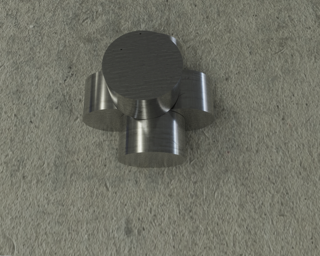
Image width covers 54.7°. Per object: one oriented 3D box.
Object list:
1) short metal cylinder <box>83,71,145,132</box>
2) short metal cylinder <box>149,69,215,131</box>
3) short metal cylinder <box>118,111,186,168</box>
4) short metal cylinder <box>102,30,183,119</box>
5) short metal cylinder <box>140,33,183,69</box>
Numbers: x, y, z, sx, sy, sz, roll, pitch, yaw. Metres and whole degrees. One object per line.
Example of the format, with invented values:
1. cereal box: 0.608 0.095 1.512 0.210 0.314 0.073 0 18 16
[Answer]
1. short metal cylinder: -0.055 -0.031 0.391 0.081 0.080 0.050 -1 70 -1
2. short metal cylinder: 0.027 -0.032 0.392 0.081 0.080 0.050 0 70 -1
3. short metal cylinder: -0.009 0.015 0.374 0.081 0.080 0.050 0 70 -1
4. short metal cylinder: -0.017 -0.055 0.331 0.081 0.050 0.080 0 70 0
5. short metal cylinder: -0.009 -0.080 0.409 0.081 0.080 0.050 -2 70 -1
